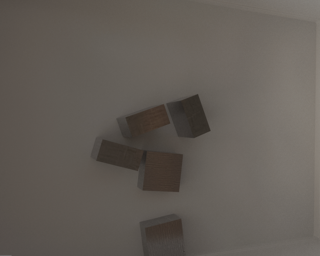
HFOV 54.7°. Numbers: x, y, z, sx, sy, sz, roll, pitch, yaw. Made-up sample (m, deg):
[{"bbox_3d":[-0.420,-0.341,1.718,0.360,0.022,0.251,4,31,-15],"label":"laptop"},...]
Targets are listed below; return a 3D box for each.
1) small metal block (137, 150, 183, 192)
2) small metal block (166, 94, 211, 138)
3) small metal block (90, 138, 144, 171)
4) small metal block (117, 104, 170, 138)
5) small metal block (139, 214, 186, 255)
[{"bbox_3d":[0.000,0.057,0.410,0.050,0.025,0.050,7,88,-20],"label":"small metal block"},{"bbox_3d":[0.037,-0.015,0.411,0.025,0.050,0.050,-23,98,-19],"label":"small metal block"},{"bbox_3d":[-0.054,0.031,0.377,0.050,0.050,0.025,17,85,-19],"label":"small metal block"},{"bbox_3d":[-0.022,-0.009,0.389,0.050,0.050,0.025,-21,97,-19],"label":"small metal block"},{"bbox_3d":[0.003,0.147,0.412,0.050,0.025,0.050,-8,93,-20],"label":"small metal block"}]
